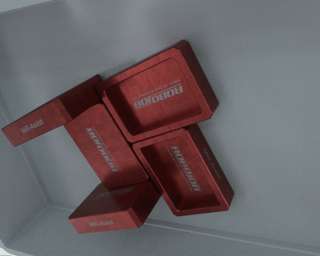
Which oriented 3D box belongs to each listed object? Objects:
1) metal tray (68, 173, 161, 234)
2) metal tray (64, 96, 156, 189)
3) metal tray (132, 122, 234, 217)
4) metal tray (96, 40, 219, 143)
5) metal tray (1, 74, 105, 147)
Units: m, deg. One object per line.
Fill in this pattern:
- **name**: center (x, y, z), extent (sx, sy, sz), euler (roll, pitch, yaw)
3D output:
- **metal tray**: center (-0.063, 0.111, 0.463), extent (0.130, 0.090, 0.030), euler (-18, 109, 35)
- **metal tray**: center (-0.074, 0.024, 0.454), extent (0.090, 0.030, 0.130), euler (-19, 109, 35)
- **metal tray**: center (0.032, 0.058, 0.421), extent (0.090, 0.030, 0.130), euler (-19, 109, 35)
- **metal tray**: center (-0.006, -0.039, 0.381), extent (0.130, 0.030, 0.090), euler (-18, 109, 34)
- **metal tray**: center (-0.141, -0.023, 0.420), extent (0.130, 0.090, 0.030), euler (-19, 108, 35)
